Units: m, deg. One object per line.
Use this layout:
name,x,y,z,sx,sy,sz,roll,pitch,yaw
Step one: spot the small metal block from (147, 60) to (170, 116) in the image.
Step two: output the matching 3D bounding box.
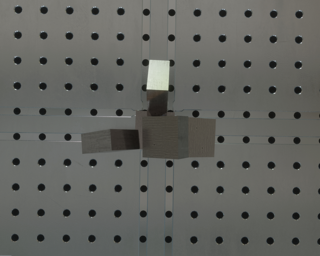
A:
small metal block,-0.002,-0.049,0.391,0.025,0.050,0.050,3,54,1

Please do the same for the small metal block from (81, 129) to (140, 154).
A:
small metal block,-0.062,0.017,0.390,0.050,0.050,0.025,-9,84,35

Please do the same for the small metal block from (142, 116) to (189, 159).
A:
small metal block,0.006,0.011,0.377,0.050,0.025,0.050,0,90,33

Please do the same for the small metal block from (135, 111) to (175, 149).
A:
small metal block,-0.007,0.003,0.414,0.050,0.025,0.050,2,90,0

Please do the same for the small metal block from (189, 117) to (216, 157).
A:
small metal block,0.044,0.012,0.403,0.050,0.025,0.050,3,90,-31
